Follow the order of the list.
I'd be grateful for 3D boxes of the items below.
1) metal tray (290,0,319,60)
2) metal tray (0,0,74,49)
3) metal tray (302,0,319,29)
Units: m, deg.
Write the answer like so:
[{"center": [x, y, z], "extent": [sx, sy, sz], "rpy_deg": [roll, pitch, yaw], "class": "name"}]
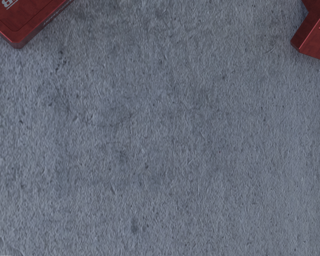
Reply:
[{"center": [0.284, -0.148, 0.483], "extent": [0.131, 0.030, 0.089], "rpy_deg": [11, 128, -20], "class": "metal tray"}, {"center": [-0.150, -0.166, 0.350], "extent": [0.090, 0.030, 0.130], "rpy_deg": [44, 76, -15], "class": "metal tray"}, {"center": [0.296, -0.175, 0.490], "extent": [0.131, 0.030, 0.090], "rpy_deg": [10, 51, -20], "class": "metal tray"}]
